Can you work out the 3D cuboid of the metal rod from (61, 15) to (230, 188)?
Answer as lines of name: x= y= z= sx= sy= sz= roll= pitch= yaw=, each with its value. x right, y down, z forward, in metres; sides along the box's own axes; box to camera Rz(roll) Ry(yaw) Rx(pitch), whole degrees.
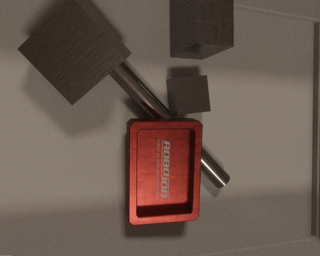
metal rod: x=-0.010 y=-0.028 z=0.407 sx=0.300 sy=0.025 sz=0.025 roll=46 pitch=76 yaw=-15

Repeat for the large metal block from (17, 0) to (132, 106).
large metal block: x=-0.091 y=-0.086 z=0.346 sx=0.080 sy=0.050 sz=0.080 roll=-38 pitch=105 yaw=14

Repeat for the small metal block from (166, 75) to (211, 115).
small metal block: x=0.039 y=-0.045 z=0.426 sx=0.050 sy=0.025 sz=0.050 roll=-7 pitch=93 yaw=-20

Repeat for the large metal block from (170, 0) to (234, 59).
large metal block: x=0.051 y=-0.138 z=0.401 sx=0.050 sy=0.080 sz=0.079 roll=-1 pitch=90 yaw=-20

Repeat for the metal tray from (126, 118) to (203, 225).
metal tray: x=0.004 y=0.053 z=0.393 sx=0.091 sy=0.030 sz=0.129 roll=-1 pitch=99 yaw=-12
